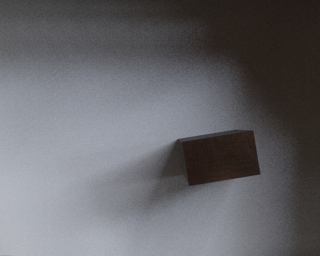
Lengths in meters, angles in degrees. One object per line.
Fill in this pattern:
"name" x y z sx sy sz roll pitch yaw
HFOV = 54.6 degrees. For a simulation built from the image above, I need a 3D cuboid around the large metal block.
"large metal block" 0.068 0.033 0.384 0.080 0.080 0.050 -9 90 0
